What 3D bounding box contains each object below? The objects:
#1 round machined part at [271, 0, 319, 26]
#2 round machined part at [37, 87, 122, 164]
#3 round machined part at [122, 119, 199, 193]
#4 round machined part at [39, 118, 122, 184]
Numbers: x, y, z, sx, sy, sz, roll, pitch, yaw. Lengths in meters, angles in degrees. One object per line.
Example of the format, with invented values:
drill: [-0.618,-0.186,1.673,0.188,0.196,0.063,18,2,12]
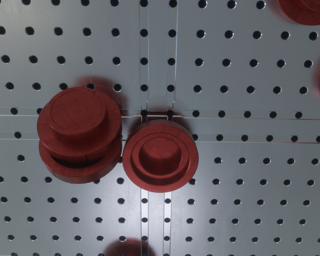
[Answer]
round machined part: [0.178,-0.165,0.345,0.099,0.042,0.097,0,110,0]
round machined part: [-0.095,-0.010,0.367,0.099,0.098,0.042,3,146,-1]
round machined part: [0.001,0.034,0.417,0.099,0.042,0.097,0,110,0]
round machined part: [-0.097,0.026,0.394,0.099,0.098,0.042,3,147,-1]
